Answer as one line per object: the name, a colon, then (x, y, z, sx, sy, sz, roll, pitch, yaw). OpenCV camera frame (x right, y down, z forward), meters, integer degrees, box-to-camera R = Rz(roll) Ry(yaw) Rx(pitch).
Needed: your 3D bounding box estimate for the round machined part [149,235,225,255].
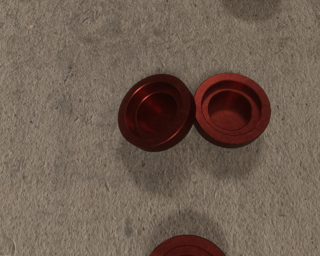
round machined part: (0.029, 0.168, 0.338, 0.099, 0.042, 0.098, 0, 70, -1)

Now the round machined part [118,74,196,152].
round machined part: (0.000, -0.016, 0.392, 0.098, 0.042, 0.098, -11, 64, 23)

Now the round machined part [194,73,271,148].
round machined part: (0.090, -0.020, 0.407, 0.099, 0.042, 0.098, 0, 70, -1)
